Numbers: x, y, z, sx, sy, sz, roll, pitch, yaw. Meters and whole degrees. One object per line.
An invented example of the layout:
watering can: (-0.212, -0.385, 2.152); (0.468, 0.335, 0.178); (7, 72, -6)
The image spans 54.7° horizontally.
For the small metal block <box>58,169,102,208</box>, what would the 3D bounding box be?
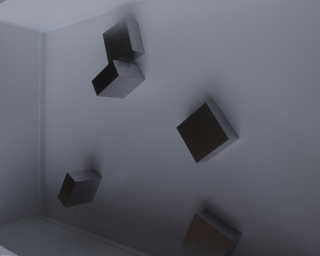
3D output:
small metal block: (-0.127, 0.095, 0.493); (0.025, 0.050, 0.050); (37, 113, 33)

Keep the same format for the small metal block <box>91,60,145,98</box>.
small metal block: (-0.059, -0.067, 0.437); (0.050, 0.050, 0.025); (-35, 69, 34)

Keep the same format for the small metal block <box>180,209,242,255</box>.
small metal block: (0.058, 0.131, 0.358); (0.050, 0.025, 0.050); (31, 109, 35)

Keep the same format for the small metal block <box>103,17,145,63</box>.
small metal block: (-0.053, -0.122, 0.448); (0.050, 0.025, 0.050); (-20, 77, 38)

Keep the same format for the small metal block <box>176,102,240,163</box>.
small metal block: (0.055, 0.006, 0.360); (0.050, 0.025, 0.050); (-42, 65, 31)
